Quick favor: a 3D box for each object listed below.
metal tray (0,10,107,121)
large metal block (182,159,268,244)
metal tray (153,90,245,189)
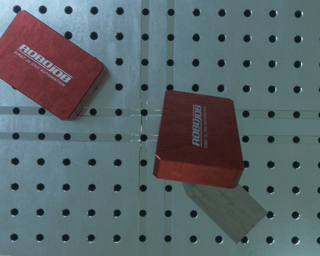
[{"bbox_3d":[-0.149,-0.080,0.409,0.130,0.030,0.090,34,90,0],"label":"metal tray"},{"bbox_3d":[0.075,0.084,0.386,0.050,0.080,0.080,-45,90,0],"label":"large metal block"},{"bbox_3d":[0.044,0.007,0.366,0.091,0.130,0.030,8,129,0],"label":"metal tray"}]
